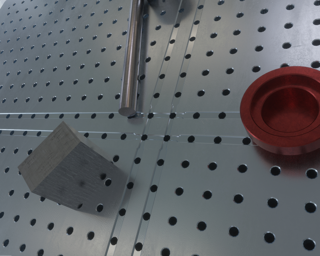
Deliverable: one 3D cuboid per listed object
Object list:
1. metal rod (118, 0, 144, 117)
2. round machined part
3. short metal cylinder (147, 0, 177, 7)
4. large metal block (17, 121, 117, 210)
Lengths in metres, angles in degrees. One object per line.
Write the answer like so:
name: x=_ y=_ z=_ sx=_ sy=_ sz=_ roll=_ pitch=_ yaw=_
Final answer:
metal rod: x=-0.044 y=-0.151 z=0.524 sx=0.025 sy=0.025 sz=0.299 roll=-12 pitch=56 yaw=21
round machined part: x=0.140 y=-0.015 z=0.333 sx=0.098 sy=0.042 sz=0.098 roll=-13 pitch=56 yaw=21
short metal cylinder: x=0.003 y=-0.265 z=0.553 sx=0.080 sy=0.050 sz=0.080 roll=-13 pitch=56 yaw=21
large metal block: x=-0.118 y=0.051 z=0.404 sx=0.080 sy=0.080 sz=0.050 roll=-47 pitch=51 yaw=-4
